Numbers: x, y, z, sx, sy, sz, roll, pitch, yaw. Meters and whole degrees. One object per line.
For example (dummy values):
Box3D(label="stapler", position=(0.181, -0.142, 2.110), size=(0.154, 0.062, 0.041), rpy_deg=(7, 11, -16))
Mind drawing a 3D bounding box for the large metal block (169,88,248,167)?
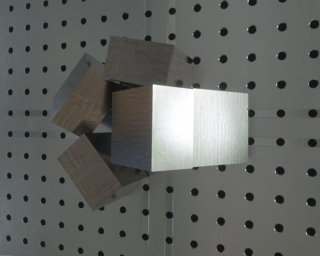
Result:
Box3D(label="large metal block", position=(0.054, 0.000, 0.356), size=(0.050, 0.081, 0.080), rpy_deg=(-1, 89, 57))

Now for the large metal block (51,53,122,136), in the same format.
Box3D(label="large metal block", position=(-0.098, -0.044, 0.412), size=(0.050, 0.080, 0.080), rpy_deg=(32, 105, -28))

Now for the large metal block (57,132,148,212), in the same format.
Box3D(label="large metal block", position=(-0.072, 0.053, 0.408), size=(0.050, 0.080, 0.080), rpy_deg=(-41, 78, 15))

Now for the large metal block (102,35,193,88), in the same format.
Box3D(label="large metal block", position=(-0.012, -0.075, 0.388), size=(0.080, 0.080, 0.050), rpy_deg=(14, 95, 20))

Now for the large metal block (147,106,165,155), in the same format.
Box3D(label="large metal block", position=(-0.009, -0.002, 0.403), size=(0.080, 0.050, 0.080), rpy_deg=(1, 90, 20))

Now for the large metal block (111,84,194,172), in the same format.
Box3D(label="large metal block", position=(-0.010, 0.000, 0.329), size=(0.080, 0.050, 0.080), rpy_deg=(0, 89, 54))
